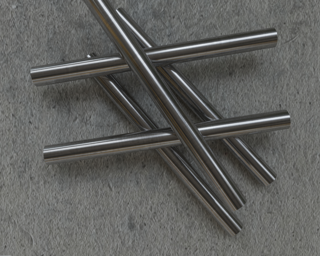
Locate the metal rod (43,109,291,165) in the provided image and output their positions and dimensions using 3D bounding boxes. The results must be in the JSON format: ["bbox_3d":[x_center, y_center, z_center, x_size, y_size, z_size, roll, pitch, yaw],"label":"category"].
[{"bbox_3d":[0.009,0.011,0.387,0.302,0.025,0.025,-9,90,-1],"label":"metal rod"}]

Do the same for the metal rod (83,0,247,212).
[{"bbox_3d":[0.006,-0.032,0.361,0.025,0.025,0.299,-35,91,0],"label":"metal rod"}]

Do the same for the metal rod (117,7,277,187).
[{"bbox_3d":[0.044,-0.040,0.411,0.025,0.025,0.300,-43,91,0],"label":"metal rod"}]

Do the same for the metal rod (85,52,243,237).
[{"bbox_3d":[0.003,0.022,0.410,0.025,0.025,0.300,-41,91,0],"label":"metal rod"}]

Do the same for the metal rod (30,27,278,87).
[{"bbox_3d":[-0.006,-0.089,0.386,0.302,0.025,0.025,-10,90,-1],"label":"metal rod"}]
